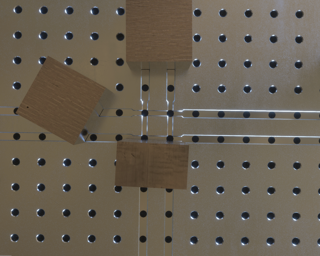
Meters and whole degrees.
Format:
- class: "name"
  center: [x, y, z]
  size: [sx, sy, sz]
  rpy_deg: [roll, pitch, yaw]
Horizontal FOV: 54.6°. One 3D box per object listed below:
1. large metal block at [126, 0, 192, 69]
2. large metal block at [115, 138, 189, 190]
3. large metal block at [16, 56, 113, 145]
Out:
- class: "large metal block"
  center: [-0.001, -0.121, 0.401]
  size: [0.080, 0.050, 0.080]
  rpy_deg: [0, 90, 0]
- class: "large metal block"
  center: [-0.009, 0.042, 0.386]
  size: [0.080, 0.080, 0.050]
  rpy_deg: [3, 90, 0]
- class: "large metal block"
  center: [-0.120, -0.034, 0.400]
  size: [0.080, 0.050, 0.080]
  rpy_deg: [29, 90, 0]
